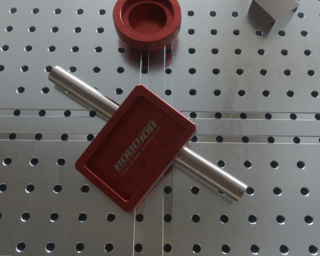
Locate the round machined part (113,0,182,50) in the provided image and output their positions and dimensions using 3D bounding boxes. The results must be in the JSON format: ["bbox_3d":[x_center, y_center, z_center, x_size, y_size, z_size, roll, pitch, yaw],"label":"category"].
[{"bbox_3d":[-0.018,-0.156,0.460,0.099,0.042,0.098,0,70,-1],"label":"round machined part"}]

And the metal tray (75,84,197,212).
[{"bbox_3d":[-0.029,0.024,0.379,0.090,0.030,0.130,38,90,11],"label":"metal tray"}]

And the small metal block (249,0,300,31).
[{"bbox_3d":[0.177,-0.188,0.483,0.050,0.025,0.050,-35,74,-12],"label":"small metal block"}]

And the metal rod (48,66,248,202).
[{"bbox_3d":[-0.024,0.002,0.410,0.301,0.025,0.025,32,73,10],"label":"metal rod"}]
